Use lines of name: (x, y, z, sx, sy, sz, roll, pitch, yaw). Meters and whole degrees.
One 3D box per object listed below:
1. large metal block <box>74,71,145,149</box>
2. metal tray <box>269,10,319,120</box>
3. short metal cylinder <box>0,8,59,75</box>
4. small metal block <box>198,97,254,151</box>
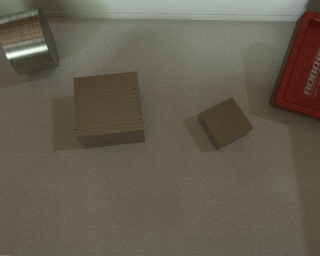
large metal block: (-0.065, -0.022, 0.404, 0.081, 0.050, 0.080, -7, 70, -3)
metal tray: (0.213, -0.079, 0.413, 0.090, 0.030, 0.129, 18, 93, 6)
short metal cylinder: (-0.176, -0.117, 0.421, 0.050, 0.080, 0.080, -15, 71, -6)
small metal block: (0.086, -0.006, 0.413, 0.050, 0.025, 0.050, -27, 73, -10)
